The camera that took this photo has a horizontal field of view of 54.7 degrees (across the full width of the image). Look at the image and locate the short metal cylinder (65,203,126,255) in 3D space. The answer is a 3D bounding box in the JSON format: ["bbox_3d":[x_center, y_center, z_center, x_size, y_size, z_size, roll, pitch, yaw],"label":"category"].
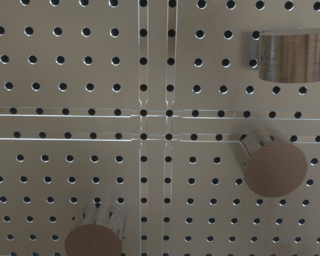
[{"bbox_3d":[-0.093,0.160,0.458,0.081,0.050,0.079,0,110,0],"label":"short metal cylinder"}]

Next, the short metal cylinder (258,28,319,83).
[{"bbox_3d":[0.155,-0.085,0.354,0.080,0.080,0.050,-5,110,2],"label":"short metal cylinder"}]

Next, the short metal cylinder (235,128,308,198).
[{"bbox_3d":[0.148,0.046,0.418,0.081,0.050,0.079,0,110,0],"label":"short metal cylinder"}]
